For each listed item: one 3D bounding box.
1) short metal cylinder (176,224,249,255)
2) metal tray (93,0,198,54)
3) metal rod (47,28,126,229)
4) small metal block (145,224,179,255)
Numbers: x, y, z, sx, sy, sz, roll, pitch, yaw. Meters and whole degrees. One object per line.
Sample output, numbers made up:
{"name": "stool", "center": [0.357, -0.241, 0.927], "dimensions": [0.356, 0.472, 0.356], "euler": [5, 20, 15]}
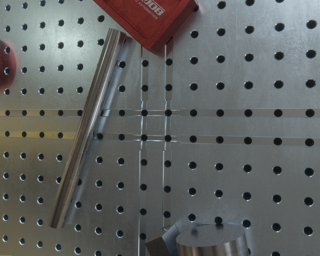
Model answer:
{"name": "short metal cylinder", "center": [0.062, 0.149, 0.361], "dimensions": [0.080, 0.080, 0.050], "euler": [-11, 87, 19]}
{"name": "metal tray", "center": [-0.026, -0.176, 0.418], "dimensions": [0.130, 0.030, 0.090], "euler": [45, 104, 14]}
{"name": "metal rod", "center": [-0.108, 0.005, 0.449], "dimensions": [0.025, 0.025, 0.298], "euler": [21, 97, 18]}
{"name": "small metal block", "center": [0.012, 0.157, 0.394], "dimensions": [0.025, 0.050, 0.050], "euler": [-30, 81, 19]}
